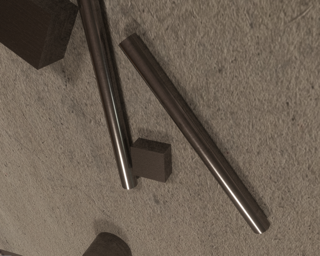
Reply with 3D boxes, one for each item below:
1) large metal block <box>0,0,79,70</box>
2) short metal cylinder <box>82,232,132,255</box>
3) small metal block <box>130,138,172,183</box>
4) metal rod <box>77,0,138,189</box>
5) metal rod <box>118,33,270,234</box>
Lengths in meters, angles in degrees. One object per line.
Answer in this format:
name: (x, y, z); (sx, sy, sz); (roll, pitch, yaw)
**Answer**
large metal block: (-0.160, -0.135, 0.389); (0.080, 0.050, 0.079); (37, 129, 3)
short metal cylinder: (-0.102, 0.249, 0.596); (0.080, 0.050, 0.079); (13, 124, 20)
small metal block: (-0.012, 0.045, 0.440); (0.050, 0.025, 0.050); (11, 123, 22)
metal rod: (-0.067, -0.042, 0.414); (0.025, 0.025, 0.298); (6, 121, 25)
metal rod: (0.049, 0.015, 0.388); (0.025, 0.025, 0.299); (-28, 103, 37)
